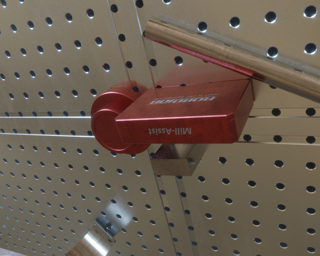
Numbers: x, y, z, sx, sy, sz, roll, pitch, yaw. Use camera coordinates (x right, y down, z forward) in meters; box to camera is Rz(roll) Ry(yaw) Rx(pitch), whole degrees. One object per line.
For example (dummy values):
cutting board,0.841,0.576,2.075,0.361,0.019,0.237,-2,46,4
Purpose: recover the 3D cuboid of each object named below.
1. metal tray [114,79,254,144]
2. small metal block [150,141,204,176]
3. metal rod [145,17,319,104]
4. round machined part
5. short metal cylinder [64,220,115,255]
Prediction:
metal tray,0.028,-0.018,0.342,0.130,0.090,0.030,-2,118,28
small metal block,0.024,0.037,0.405,0.050,0.050,0.025,-4,117,29
metal rod,0.123,-0.053,0.313,0.301,0.025,0.025,24,127,13
round machined part,-0.054,-0.004,0.425,0.098,0.042,0.097,13,124,20
short metal cylinder,-0.131,0.219,0.578,0.050,0.080,0.080,46,129,-5
